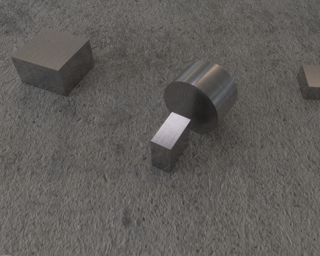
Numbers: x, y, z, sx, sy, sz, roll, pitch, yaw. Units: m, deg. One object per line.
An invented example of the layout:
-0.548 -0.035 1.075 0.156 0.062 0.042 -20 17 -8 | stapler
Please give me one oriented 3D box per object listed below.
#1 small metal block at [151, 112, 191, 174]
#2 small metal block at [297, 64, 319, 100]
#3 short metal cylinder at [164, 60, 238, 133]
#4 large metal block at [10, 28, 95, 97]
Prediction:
0.013 0.018 0.372 0.025 0.050 0.050 23 54 18 | small metal block
0.238 -0.068 0.462 0.050 0.025 0.050 4 50 3 | small metal block
0.052 -0.040 0.402 0.080 0.080 0.050 29 56 22 | short metal cylinder
-0.159 -0.102 0.471 0.080 0.050 0.080 18 52 14 | large metal block
